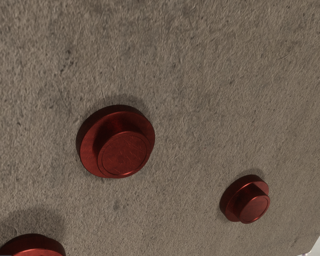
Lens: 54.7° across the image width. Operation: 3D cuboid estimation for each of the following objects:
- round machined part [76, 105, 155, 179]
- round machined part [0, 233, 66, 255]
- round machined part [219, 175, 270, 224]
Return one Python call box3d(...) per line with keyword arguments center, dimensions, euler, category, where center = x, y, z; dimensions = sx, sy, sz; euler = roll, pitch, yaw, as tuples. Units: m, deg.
box3d(center=(-0.050, 0.024, 0.384), dimensions=(0.099, 0.042, 0.097), euler=(-14, 125, -21), category="round machined part")
box3d(center=(-0.177, 0.180, 0.412), dimensions=(0.099, 0.042, 0.097), euler=(-14, 125, -21), category="round machined part")
box3d(center=(0.163, 0.138, 0.574), dimensions=(0.099, 0.042, 0.097), euler=(-14, 125, -21), category="round machined part")
